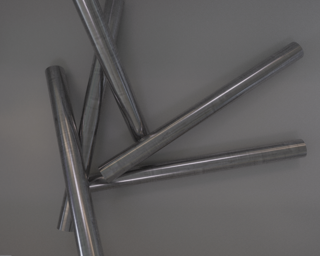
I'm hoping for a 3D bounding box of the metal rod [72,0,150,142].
[{"bbox_3d":[-0.069,-0.109,0.337,0.025,0.025,0.299,-20,121,0],"label":"metal rod"}]

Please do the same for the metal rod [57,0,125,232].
[{"bbox_3d":[-0.086,-0.023,0.395,0.025,0.025,0.299,11,84,0],"label":"metal rod"}]

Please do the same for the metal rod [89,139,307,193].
[{"bbox_3d":[0.041,0.051,0.411,0.302,0.025,0.025,-9,90,0],"label":"metal rod"}]

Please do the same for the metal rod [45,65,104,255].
[{"bbox_3d":[-0.096,0.054,0.351,0.025,0.025,0.299,-19,66,0],"label":"metal rod"}]

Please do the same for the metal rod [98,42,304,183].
[{"bbox_3d":[0.056,-0.023,0.400,0.301,0.025,0.025,-33,90,-5],"label":"metal rod"}]
